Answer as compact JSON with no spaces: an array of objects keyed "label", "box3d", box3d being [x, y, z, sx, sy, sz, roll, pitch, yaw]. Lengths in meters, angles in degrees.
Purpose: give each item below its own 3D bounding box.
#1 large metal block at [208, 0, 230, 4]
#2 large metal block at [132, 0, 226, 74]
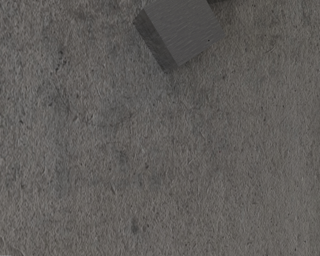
[{"label":"large metal block","box3d":[0.078,-0.220,0.424,0.081,0.050,0.080,-19,97,-19]},{"label":"large metal block","box3d":[0.024,-0.130,0.404,0.080,0.050,0.080,-36,102,-16]}]
